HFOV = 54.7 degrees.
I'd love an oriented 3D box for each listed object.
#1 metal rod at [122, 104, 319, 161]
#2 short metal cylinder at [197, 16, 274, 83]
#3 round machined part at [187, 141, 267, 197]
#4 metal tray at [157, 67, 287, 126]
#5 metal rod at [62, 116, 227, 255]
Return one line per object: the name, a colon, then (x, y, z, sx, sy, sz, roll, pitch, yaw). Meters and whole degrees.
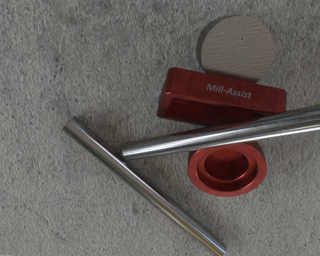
metal rod: (0.080, 0.006, 0.342, 0.300, 0.025, 0.025, -12, 112, 33)
short metal cylinder: (0.085, -0.090, 0.364, 0.081, 0.050, 0.079, 0, 110, 0)
round machined part: (0.086, 0.042, 0.408, 0.099, 0.042, 0.097, 3, 127, 5)
metal tray: (0.067, -0.027, 0.365, 0.131, 0.090, 0.030, 11, 74, -4)
metal rod: (-0.013, 0.092, 0.443, 0.300, 0.025, 0.025, 43, 105, -14)
